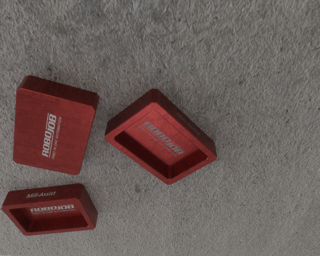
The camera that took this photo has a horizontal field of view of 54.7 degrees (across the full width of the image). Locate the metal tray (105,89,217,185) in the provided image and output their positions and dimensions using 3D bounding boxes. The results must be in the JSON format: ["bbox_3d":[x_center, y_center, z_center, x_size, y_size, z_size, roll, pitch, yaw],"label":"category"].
[{"bbox_3d":[0.003,0.018,0.418,0.090,0.030,0.130,-34,123,25],"label":"metal tray"}]

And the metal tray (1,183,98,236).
[{"bbox_3d":[-0.181,0.139,0.520,0.131,0.030,0.090,-8,130,6],"label":"metal tray"}]

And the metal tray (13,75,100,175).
[{"bbox_3d":[-0.138,0.002,0.404,0.091,0.030,0.129,14,129,-12],"label":"metal tray"}]
